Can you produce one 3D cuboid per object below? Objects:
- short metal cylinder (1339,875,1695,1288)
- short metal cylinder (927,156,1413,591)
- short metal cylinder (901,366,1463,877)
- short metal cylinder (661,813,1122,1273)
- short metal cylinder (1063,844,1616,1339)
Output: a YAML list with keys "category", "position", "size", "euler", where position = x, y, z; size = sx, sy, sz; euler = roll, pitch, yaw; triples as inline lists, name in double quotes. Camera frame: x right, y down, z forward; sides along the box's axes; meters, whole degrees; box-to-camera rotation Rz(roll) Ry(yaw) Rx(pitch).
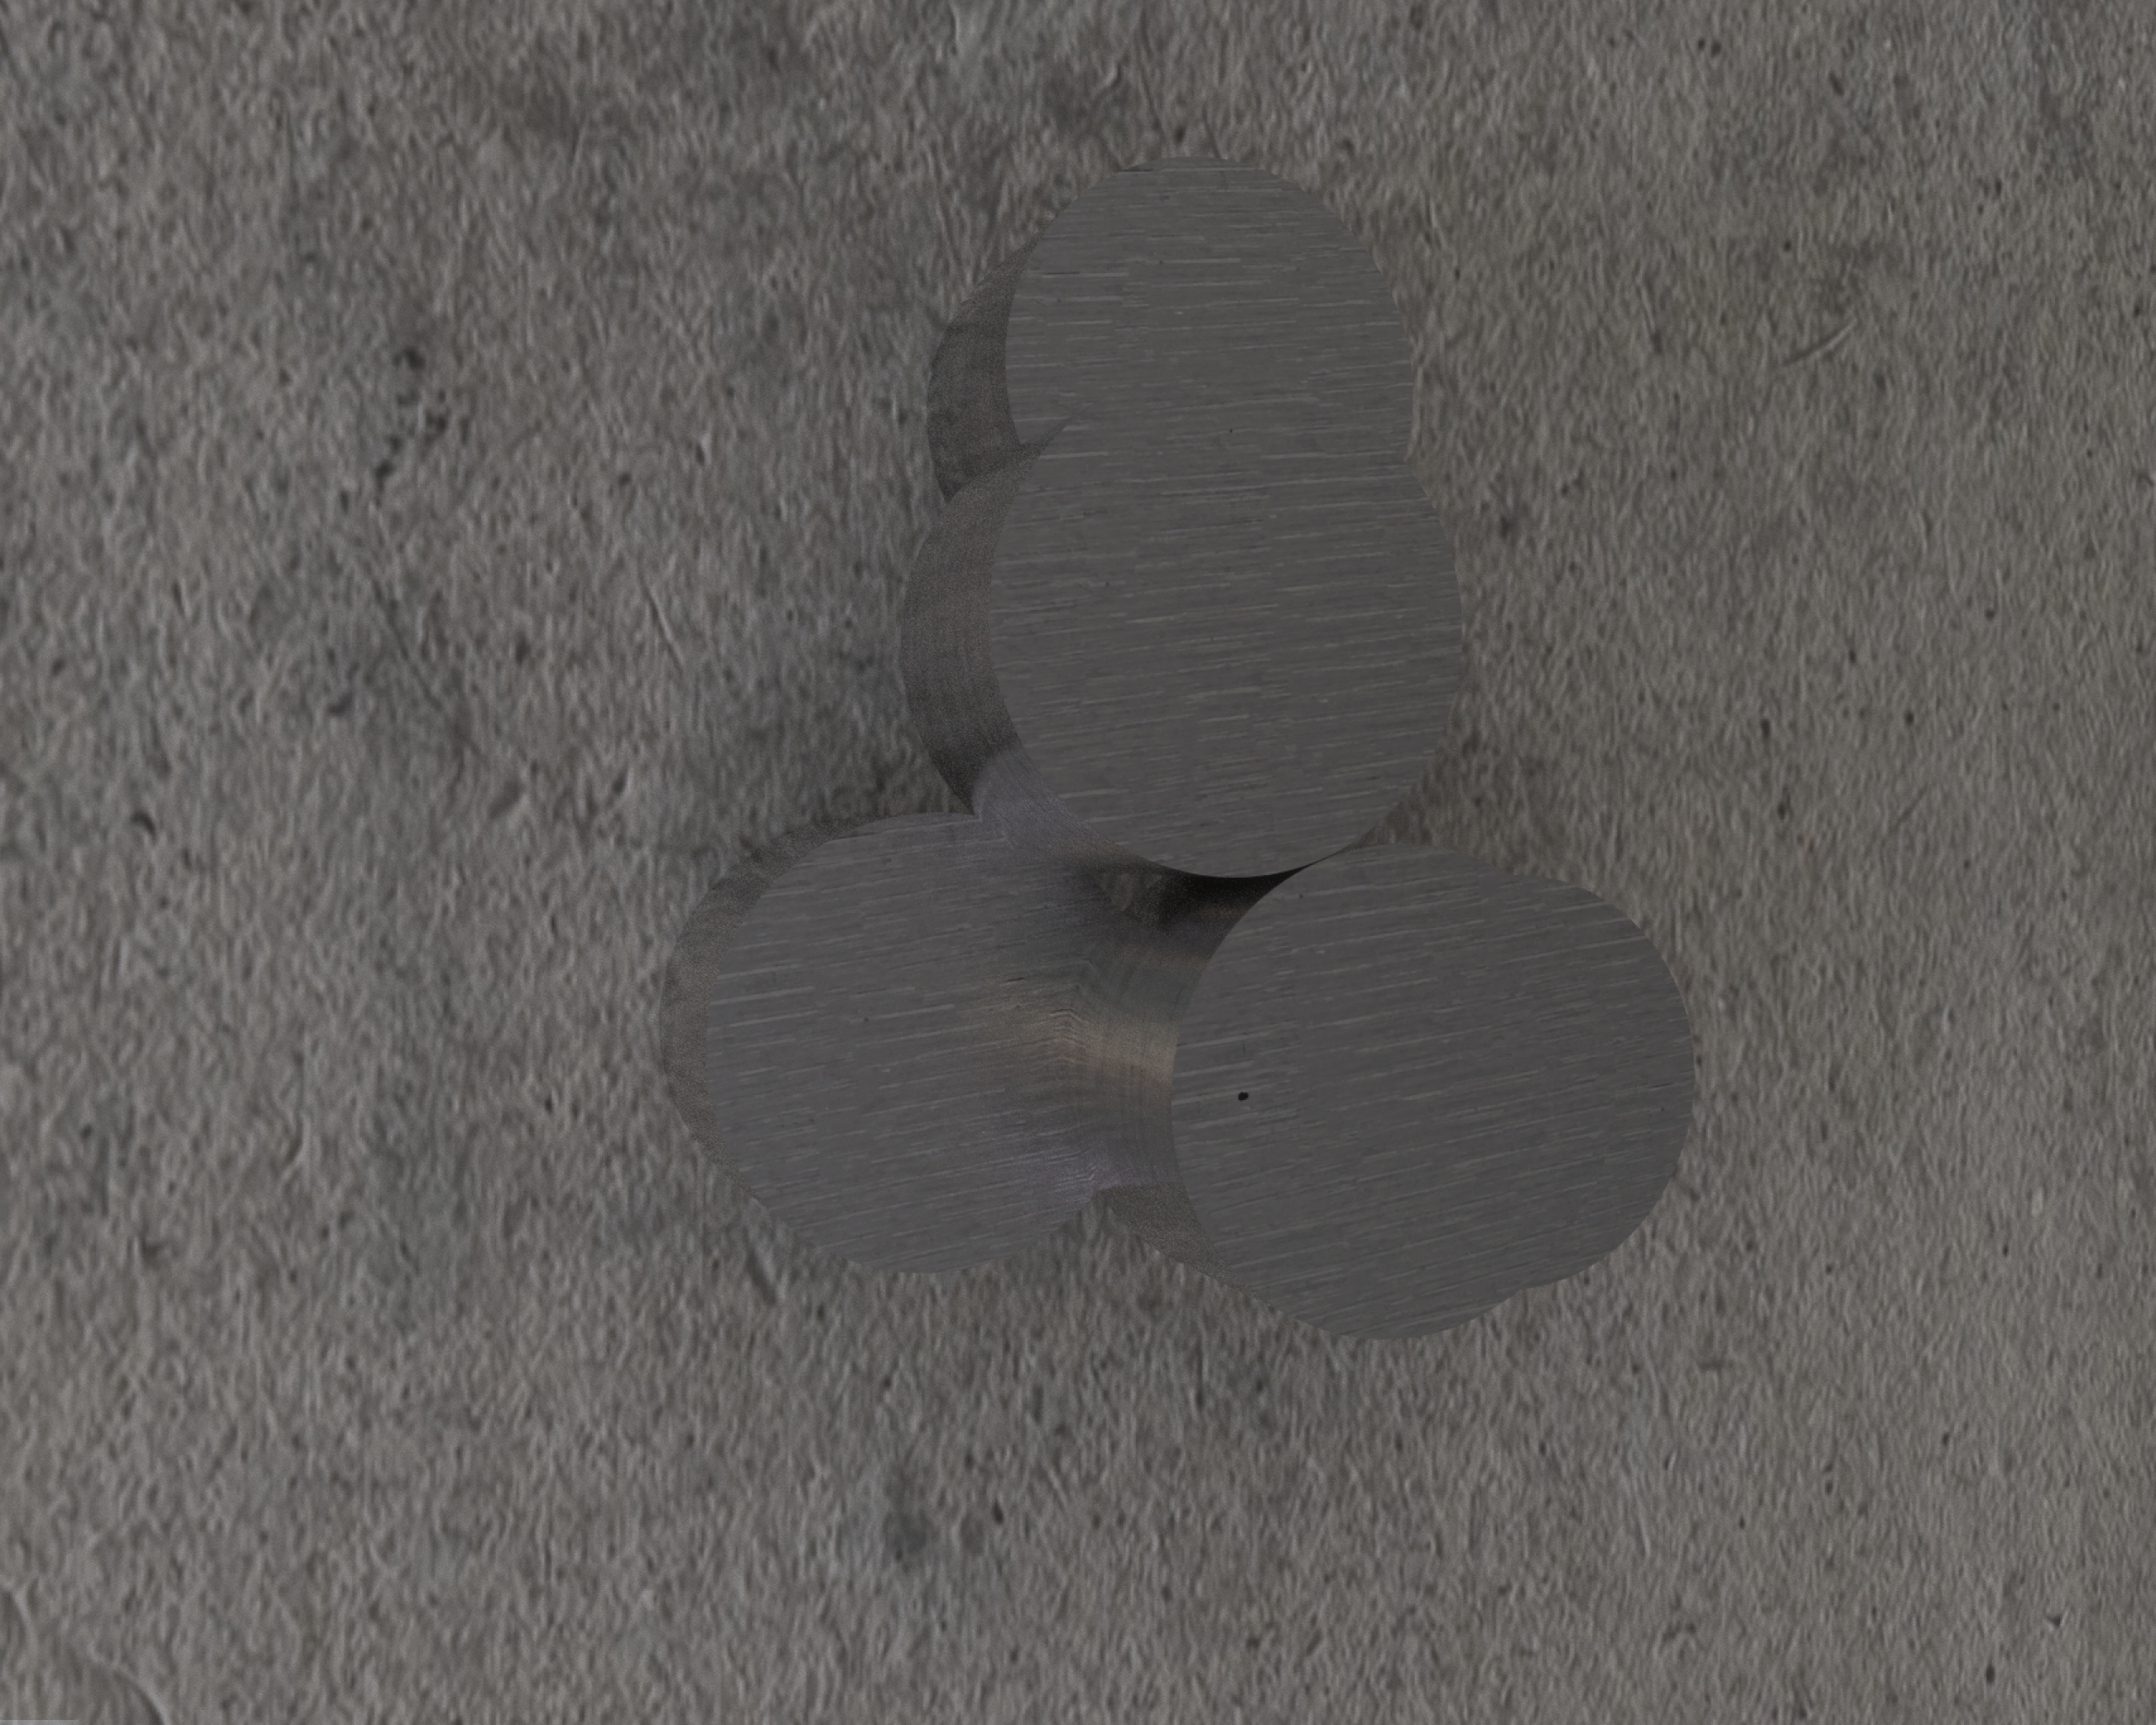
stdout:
- category: "short metal cylinder"
  position: [0.076, 0.042, 0.424]
  size: [0.081, 0.050, 0.080]
  euler: [0, 90, -20]
- category: "short metal cylinder"
  position: [0.017, -0.088, 0.402]
  size: [0.081, 0.050, 0.080]
  euler: [0, 90, -20]
- category: "short metal cylinder"
  position: [0.016, -0.038, 0.348]
  size: [0.081, 0.050, 0.080]
  euler: [0, 90, -20]
- category: "short metal cylinder"
  position: [-0.032, 0.031, 0.384]
  size: [0.081, 0.050, 0.080]
  euler: [0, 90, -20]
- category: "short metal cylinder"
  position: [0.044, 0.037, 0.359]
  size: [0.081, 0.050, 0.080]
  euler: [0, 90, -20]
